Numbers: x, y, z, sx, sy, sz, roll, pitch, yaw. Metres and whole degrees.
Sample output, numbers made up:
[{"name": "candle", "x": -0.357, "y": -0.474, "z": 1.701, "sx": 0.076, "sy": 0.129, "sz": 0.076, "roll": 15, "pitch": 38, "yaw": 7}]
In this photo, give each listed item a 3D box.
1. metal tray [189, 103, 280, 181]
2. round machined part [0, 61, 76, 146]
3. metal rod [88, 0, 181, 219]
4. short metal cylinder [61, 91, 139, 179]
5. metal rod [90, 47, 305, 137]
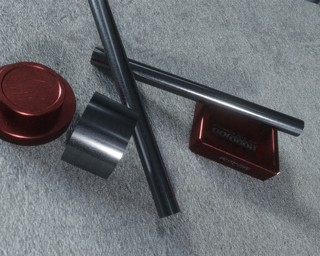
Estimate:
[{"name": "metal tray", "x": 0.111, "y": 0.013, "z": 0.451, "sx": 0.131, "sy": 0.030, "sz": 0.090, "roll": 23, "pitch": 53, "yaw": -14}, {"name": "round machined part", "x": -0.141, "y": -0.033, "z": 0.337, "sx": 0.099, "sy": 0.042, "sz": 0.098, "roll": 14, "pitch": 56, "yaw": -21}, {"name": "metal rod", "x": -0.037, "y": -0.040, "z": 0.381, "sx": 0.025, "sy": 0.025, "sz": 0.299, "roll": -11, "pitch": 76, "yaw": -33}, {"name": "short metal cylinder", "x": -0.063, "y": 0.008, "z": 0.330, "sx": 0.050, "sy": 0.080, "sz": 0.080, "roll": 27, "pitch": 53, "yaw": -12}, {"name": "metal rod", "x": 0.053, "y": -0.048, "z": 0.426, "sx": 0.302, "sy": 0.025, "sz": 0.025, "roll": 19, "pitch": 54, "yaw": -4}]
